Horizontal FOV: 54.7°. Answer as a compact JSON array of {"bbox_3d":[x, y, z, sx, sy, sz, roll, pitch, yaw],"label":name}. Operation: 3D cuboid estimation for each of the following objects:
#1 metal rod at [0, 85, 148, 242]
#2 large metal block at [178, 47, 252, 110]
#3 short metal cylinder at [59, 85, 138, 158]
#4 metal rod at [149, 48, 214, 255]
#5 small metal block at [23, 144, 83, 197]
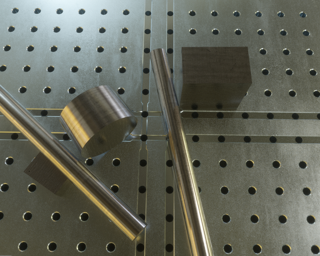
[{"bbox_3d":[-0.134,0.022,0.376,0.300,0.025,0.025,40,75,13],"label":"metal rod"},{"bbox_3d":[0.067,-0.062,0.406,0.081,0.080,0.050,0,70,0],"label":"large metal block"},{"bbox_3d":[-0.075,-0.007,0.385,0.080,0.080,0.050,-34,74,-12],"label":"short metal cylinder"},{"bbox_3d":[0.025,0.029,0.400,0.025,0.025,0.299,-10,70,-4],"label":"metal rod"},{"bbox_3d":[-0.132,0.051,0.392,0.050,0.025,0.050,32,73,11],"label":"small metal block"}]
